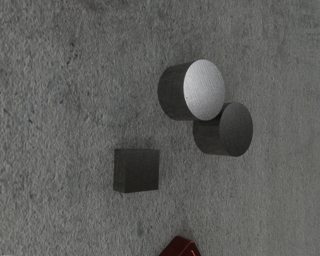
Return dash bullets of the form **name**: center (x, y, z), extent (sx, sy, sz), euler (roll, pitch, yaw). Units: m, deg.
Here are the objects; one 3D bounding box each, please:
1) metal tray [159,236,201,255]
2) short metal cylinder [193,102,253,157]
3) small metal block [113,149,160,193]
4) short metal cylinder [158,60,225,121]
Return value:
- **metal tray**: center (0.032, 0.229, 0.428), extent (0.091, 0.030, 0.129), euler (-39, 114, -33)
- **short metal cylinder**: center (0.096, 0.002, 0.469), extent (0.081, 0.050, 0.080), euler (0, 90, -40)
- **small metal block**: center (-0.029, 0.051, 0.381), extent (0.050, 0.025, 0.050), euler (3, 88, -40)
- **short metal cylinder**: center (0.044, -0.050, 0.425), extent (0.081, 0.050, 0.080), euler (0, 90, -40)
